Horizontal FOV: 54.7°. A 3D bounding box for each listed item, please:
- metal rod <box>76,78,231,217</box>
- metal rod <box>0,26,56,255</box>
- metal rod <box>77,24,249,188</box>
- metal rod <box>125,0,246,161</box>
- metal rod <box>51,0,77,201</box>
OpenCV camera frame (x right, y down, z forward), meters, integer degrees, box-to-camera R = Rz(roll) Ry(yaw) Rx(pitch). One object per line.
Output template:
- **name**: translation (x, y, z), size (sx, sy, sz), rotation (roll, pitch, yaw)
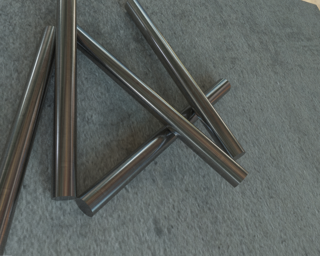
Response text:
- **metal rod**: translation (0.013, 0.006, 0.409), size (0.025, 0.025, 0.302), rotation (47, 51, 4)
- **metal rod**: translation (-0.143, 0.003, 0.325), size (0.025, 0.025, 0.299), rotation (15, 56, -20)
- **metal rod**: translation (-0.013, -0.037, 0.394), size (0.300, 0.025, 0.025), rotation (42, 50, 10)
- **metal rod**: translation (0.025, -0.081, 0.445), size (0.025, 0.025, 0.299), rotation (-14, 62, -34)
- **metal rod**: translation (-0.111, -0.067, 0.366), size (0.025, 0.025, 0.299), rotation (5, 65, -26)
